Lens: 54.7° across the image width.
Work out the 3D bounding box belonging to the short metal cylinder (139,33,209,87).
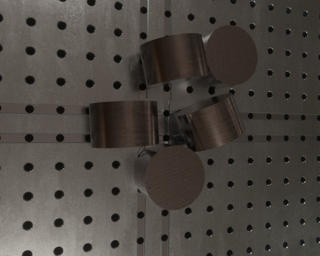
[{"bbox_3d":[0.018,-0.083,0.391,0.081,0.080,0.050,-12,94,-20],"label":"short metal cylinder"}]

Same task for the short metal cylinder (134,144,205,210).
[{"bbox_3d":[0.011,0.061,0.405,0.081,0.050,0.079,0,90,-20],"label":"short metal cylinder"}]

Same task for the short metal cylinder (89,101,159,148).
[{"bbox_3d":[-0.042,-0.005,0.369,0.081,0.080,0.050,-3,91,-20],"label":"short metal cylinder"}]

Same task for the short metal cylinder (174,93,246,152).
[{"bbox_3d":[0.066,-0.008,0.409,0.081,0.080,0.050,-25,99,-19],"label":"short metal cylinder"}]

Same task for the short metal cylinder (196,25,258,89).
[{"bbox_3d":[0.087,-0.096,0.433,0.081,0.050,0.079,0,90,-20],"label":"short metal cylinder"}]
